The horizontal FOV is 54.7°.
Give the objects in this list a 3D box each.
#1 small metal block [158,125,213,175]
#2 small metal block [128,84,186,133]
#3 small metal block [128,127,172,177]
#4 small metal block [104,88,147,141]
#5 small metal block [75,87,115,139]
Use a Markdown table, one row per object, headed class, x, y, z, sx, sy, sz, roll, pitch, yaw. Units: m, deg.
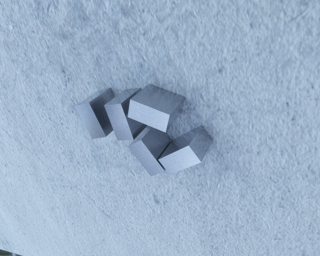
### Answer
| class | x | y | z | sx | sy | sz | roll | pitch | yaw |
| --- | --- | --- | --- | --- | --- | --- | --- | --- | --- |
| small metal block | 0.033 | 0.027 | 0.389 | 0.050 | 0.050 | 0.025 | -29 | 103 | 37 |
| small metal block | -0.003 | -0.026 | 0.375 | 0.050 | 0.050 | 0.025 | 22 | 127 | 14 |
| small metal block | -0.007 | 0.027 | 0.410 | 0.025 | 0.050 | 0.050 | -28 | 103 | 37 |
| small metal block | -0.040 | -0.018 | 0.399 | 0.025 | 0.050 | 0.050 | -3 | 117 | 29 |
| small metal block | -0.079 | -0.020 | 0.418 | 0.025 | 0.050 | 0.050 | -10 | 113 | 32 |
